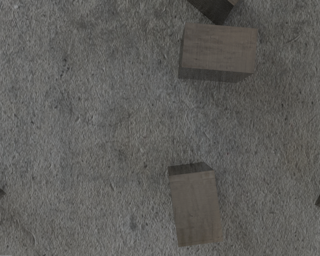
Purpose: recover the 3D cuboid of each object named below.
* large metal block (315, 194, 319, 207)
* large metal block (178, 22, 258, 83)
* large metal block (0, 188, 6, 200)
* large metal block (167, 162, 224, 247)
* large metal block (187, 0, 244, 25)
[{"bbox_3d":[0.266,0.086,0.399,0.080,0.050,0.080,25,90,0],"label":"large metal block"},{"bbox_3d":[0.066,-0.089,0.383,0.080,0.080,0.050,5,90,0],"label":"large metal block"},{"bbox_3d":[-0.256,0.081,0.380,0.080,0.080,0.050,43,90,0],"label":"large metal block"},{"bbox_3d":[0.040,0.089,0.383,0.050,0.080,0.080,-8,90,0],"label":"large metal block"},{"bbox_3d":[0.068,-0.180,0.383,0.080,0.080,0.050,40,90,0],"label":"large metal block"}]
